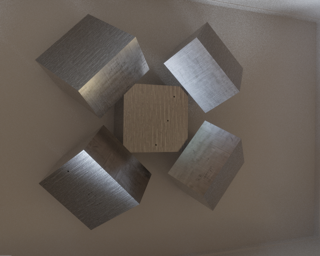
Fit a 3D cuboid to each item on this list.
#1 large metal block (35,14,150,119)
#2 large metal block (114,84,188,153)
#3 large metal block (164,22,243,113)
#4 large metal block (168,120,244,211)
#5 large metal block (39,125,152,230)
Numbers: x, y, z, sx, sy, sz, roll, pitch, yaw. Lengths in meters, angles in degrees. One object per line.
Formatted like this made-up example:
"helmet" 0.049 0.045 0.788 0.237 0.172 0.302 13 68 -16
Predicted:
"large metal block" -0.073 -0.070 0.344 0.080 0.080 0.050 -48 148 -14
"large metal block" -0.012 -0.011 0.390 0.081 0.050 0.080 1 90 -20
"large metal block" 0.059 -0.079 0.395 0.080 0.050 0.080 48 32 -13
"large metal block" 0.063 0.050 0.395 0.080 0.050 0.080 -54 151 -13
"large metal block" -0.071 0.057 0.348 0.080 0.050 0.080 -34 106 29
